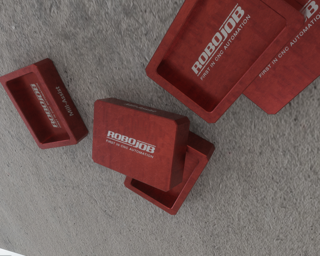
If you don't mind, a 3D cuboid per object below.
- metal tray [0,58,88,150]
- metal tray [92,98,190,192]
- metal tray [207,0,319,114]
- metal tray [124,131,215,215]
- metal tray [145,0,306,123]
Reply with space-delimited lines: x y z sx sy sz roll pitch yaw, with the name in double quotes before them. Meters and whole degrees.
"metal tray" -0.177 -0.033 0.476 0.090 0.030 0.129 -9 114 32
"metal tray" -0.030 0.017 0.400 0.130 0.030 0.089 16 109 31
"metal tray" 0.118 -0.085 0.289 0.090 0.030 0.129 39 129 1
"metal tray" 0.008 0.055 0.432 0.090 0.030 0.129 30 128 9
"metal tray" 0.054 -0.076 0.288 0.090 0.030 0.129 38 129 2
